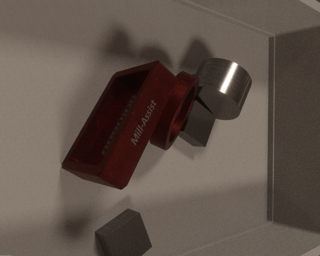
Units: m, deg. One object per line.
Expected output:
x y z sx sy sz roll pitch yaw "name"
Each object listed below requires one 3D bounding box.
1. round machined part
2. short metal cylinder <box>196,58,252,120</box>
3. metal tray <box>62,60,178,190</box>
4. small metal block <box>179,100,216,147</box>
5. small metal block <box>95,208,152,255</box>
0.009 -0.025 0.383 0.098 0.042 0.098 -61 168 -22 "round machined part"
0.084 -0.054 0.444 0.080 0.080 0.050 41 65 -33 "short metal cylinder"
-0.044 -0.006 0.328 0.030 0.090 0.130 39 66 -32 "metal tray"
0.050 -0.006 0.451 0.050 0.025 0.050 35 69 -35 "small metal block"
-0.043 0.134 0.373 0.050 0.025 0.050 -29 108 -37 "small metal block"
